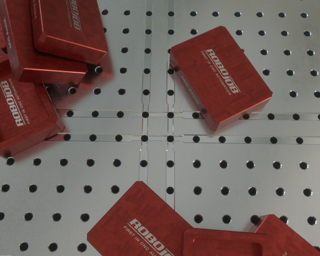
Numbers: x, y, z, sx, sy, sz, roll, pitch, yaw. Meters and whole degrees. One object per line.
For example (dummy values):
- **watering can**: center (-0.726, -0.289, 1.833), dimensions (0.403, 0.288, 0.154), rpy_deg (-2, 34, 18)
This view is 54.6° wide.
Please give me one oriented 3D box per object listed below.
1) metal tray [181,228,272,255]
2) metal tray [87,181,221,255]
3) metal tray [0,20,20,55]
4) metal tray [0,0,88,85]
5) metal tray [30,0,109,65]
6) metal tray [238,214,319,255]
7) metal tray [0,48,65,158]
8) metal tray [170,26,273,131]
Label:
- **metal tray**: center (0.065, 0.172, 0.313), dimensions (0.090, 0.030, 0.130), rpy_deg (4, 70, 1)
- **metal tray**: center (-0.007, 0.137, 0.359), dimensions (0.130, 0.030, 0.090), rpy_deg (40, 75, 13)
- **metal tray**: center (-0.240, -0.176, 0.472), dimensions (0.090, 0.030, 0.130), rpy_deg (17, 71, 6)
- **metal tray**: center (-0.162, -0.124, 0.427), dimensions (0.091, 0.030, 0.130), rpy_deg (-4, 65, -41)
- **metal tray**: center (-0.129, -0.156, 0.432), dimensions (0.091, 0.030, 0.130), rpy_deg (7, 57, -40)
- **metal tray**: center (0.119, 0.175, 0.346), dimensions (0.090, 0.030, 0.130), rpy_deg (40, 75, 13)
- **metal tray**: center (-0.199, -0.036, 0.421), dimensions (0.090, 0.030, 0.130), rpy_deg (-27, 72, -10)
- **metal tray**: center (0.082, -0.072, 0.436), dimensions (0.090, 0.030, 0.130), rpy_deg (-26, 72, -9)
